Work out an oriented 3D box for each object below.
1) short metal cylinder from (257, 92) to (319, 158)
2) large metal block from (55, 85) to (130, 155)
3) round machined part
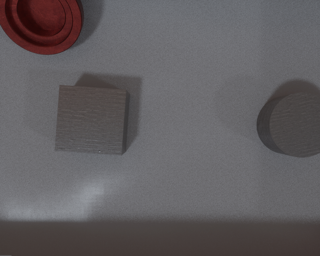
[{"bbox_3d":[0.173,-0.004,0.401,0.081,0.050,0.079,0,90,-1],"label":"short metal cylinder"},{"bbox_3d":[-0.084,-0.010,0.398,0.081,0.050,0.079,4,90,-1],"label":"large metal block"},{"bbox_3d":[-0.145,-0.145,0.386,0.099,0.042,0.097,-3,126,-4],"label":"round machined part"}]
